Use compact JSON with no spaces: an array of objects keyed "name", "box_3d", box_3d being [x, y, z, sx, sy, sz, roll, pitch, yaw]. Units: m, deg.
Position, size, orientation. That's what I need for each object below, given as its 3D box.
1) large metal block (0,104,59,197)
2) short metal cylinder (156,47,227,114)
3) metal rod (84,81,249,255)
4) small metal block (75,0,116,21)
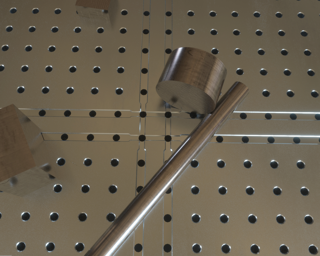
[{"name":"large metal block","box_3d":[-0.170,0.030,0.369,0.050,0.080,0.080,-25,72,-9]},{"name":"short metal cylinder","box_3d":[0.041,-0.060,0.405,0.080,0.080,0.050,20,71,6]},{"name":"metal rod","box_3d":[0.017,0.051,0.393,0.025,0.025,0.301,39,74,12]},{"name":"small metal block","box_3d":[-0.098,-0.199,0.483,0.050,0.025,0.050,10,70,3]}]
